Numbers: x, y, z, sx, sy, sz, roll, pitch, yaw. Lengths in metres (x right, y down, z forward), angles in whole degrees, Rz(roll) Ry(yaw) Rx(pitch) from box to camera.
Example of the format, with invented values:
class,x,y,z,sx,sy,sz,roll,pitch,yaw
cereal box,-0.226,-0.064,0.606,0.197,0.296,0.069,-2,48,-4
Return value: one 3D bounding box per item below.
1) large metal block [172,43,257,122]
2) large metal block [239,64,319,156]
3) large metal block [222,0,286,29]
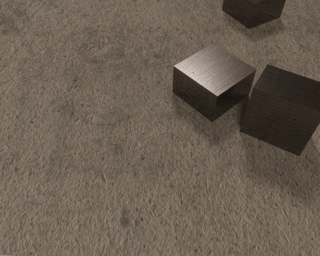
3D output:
class,x,y,z,sx,sy,sz,roll,pitch,yaw
large metal block,0.076,-0.067,0.444,0.080,0.050,0.080,-34,58,-26
large metal block,0.155,-0.022,0.388,0.080,0.080,0.050,25,54,19
large metal block,0.180,-0.242,0.593,0.081,0.050,0.080,-25,55,-20
